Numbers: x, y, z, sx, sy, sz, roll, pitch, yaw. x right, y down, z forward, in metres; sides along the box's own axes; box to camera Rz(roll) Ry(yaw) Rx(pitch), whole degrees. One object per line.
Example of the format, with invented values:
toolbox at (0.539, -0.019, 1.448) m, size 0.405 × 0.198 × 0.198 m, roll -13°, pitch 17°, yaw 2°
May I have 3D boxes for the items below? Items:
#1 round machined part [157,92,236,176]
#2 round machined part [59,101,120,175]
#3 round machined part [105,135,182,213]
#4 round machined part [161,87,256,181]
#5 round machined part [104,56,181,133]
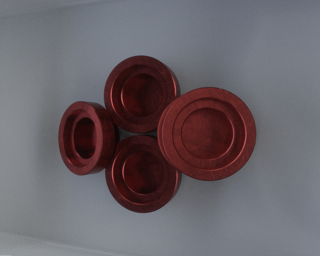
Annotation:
round machined part at (0.046, 0.006, 0.372) m, size 0.099 × 0.042 × 0.097 m, roll 0°, pitch 89°, yaw -3°
round machined part at (-0.093, 0.013, 0.422) m, size 0.098 × 0.042 × 0.097 m, roll 0°, pitch 89°, yaw 40°
round machined part at (-0.018, 0.057, 0.405) m, size 0.098 × 0.042 × 0.097 m, roll 0°, pitch 90°, yaw 20°
round machined part at (0.050, 0.006, 0.341) m, size 0.099 × 0.042 × 0.097 m, roll 0°, pitch 90°, yaw -2°
round machined part at (-0.020, -0.042, 0.406) m, size 0.098 × 0.042 × 0.097 m, roll 0°, pitch 90°, yaw 20°
